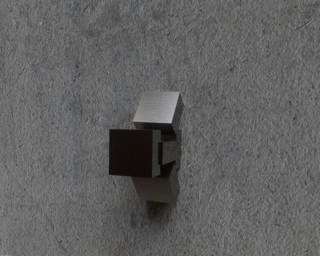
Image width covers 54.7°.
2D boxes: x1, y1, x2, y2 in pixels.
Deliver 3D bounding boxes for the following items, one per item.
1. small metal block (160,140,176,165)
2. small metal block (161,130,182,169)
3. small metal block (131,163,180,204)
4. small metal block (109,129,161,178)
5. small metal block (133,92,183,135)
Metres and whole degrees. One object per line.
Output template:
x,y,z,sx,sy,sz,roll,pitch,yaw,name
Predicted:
-0.012,0.027,0.373,0.050,0.050,0.025,3,91,19,small metal block
0.001,0.026,0.410,0.050,0.025,0.050,3,91,19,small metal block
-0.005,0.069,0.398,0.050,0.025,0.050,3,132,19,small metal block
-0.027,0.026,0.339,0.050,0.025,0.050,1,90,19,small metal block
-0.001,-0.020,0.397,0.050,0.025,0.050,3,55,20,small metal block
